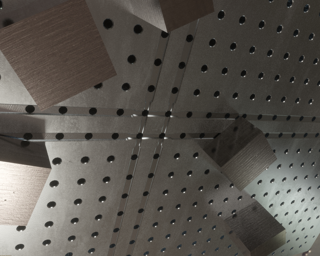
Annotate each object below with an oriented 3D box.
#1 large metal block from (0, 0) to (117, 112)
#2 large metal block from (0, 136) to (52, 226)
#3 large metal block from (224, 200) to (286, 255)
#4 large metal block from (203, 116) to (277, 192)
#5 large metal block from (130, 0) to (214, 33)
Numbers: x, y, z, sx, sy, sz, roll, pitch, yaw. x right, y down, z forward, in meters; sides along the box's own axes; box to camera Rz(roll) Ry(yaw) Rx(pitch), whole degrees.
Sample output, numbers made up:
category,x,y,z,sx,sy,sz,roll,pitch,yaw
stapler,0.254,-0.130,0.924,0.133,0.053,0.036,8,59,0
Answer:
category,x,y,z,sx,sy,sz,roll,pitch,yaw
large metal block,-0.099,-0.076,0.295,0.080,0.050,0.080,-29,129,-11
large metal block,-0.175,0.056,0.335,0.081,0.050,0.080,16,110,-35
large metal block,0.185,0.203,0.606,0.080,0.080,0.050,-26,128,-12
large metal block,0.129,0.042,0.494,0.080,0.050,0.080,-42,130,0
large metal block,0.001,-0.145,0.288,0.050,0.080,0.080,-28,128,-11
